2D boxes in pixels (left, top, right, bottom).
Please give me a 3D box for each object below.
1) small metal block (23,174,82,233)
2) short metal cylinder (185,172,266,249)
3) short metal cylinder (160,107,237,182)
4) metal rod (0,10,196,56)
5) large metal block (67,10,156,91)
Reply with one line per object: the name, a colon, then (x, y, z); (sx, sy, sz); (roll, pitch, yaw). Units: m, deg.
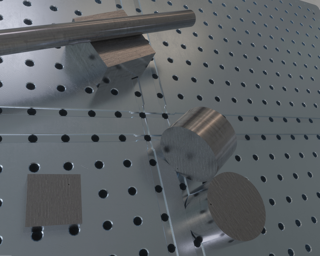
small metal block: (-0.106, 0.074, 0.306); (0.050, 0.025, 0.050); (5, 60, -26)
short metal cylinder: (0.078, 0.100, 0.374); (0.081, 0.050, 0.080); (14, 56, -21)
short metal cylinder: (0.048, 0.020, 0.387); (0.080, 0.080, 0.050); (47, 51, 4)
metal rod: (-0.069, -0.121, 0.380); (0.302, 0.025, 0.025); (-22, 74, -36)
large metal block: (-0.067, -0.108, 0.422); (0.081, 0.050, 0.080); (-28, 77, -37)
